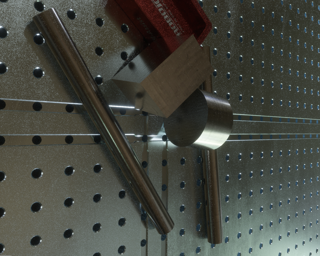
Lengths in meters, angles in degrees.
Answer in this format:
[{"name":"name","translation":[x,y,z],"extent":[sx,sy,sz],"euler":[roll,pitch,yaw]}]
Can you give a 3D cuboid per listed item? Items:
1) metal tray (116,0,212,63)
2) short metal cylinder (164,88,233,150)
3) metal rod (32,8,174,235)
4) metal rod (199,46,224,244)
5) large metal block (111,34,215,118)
[{"name":"metal tray","translation":[0.009,-0.156,0.414],"extent":[0.130,0.030,0.090],"euler":[47,62,-30]},{"name":"short metal cylinder","translation":[0.051,-0.012,0.418],"extent":[0.050,0.080,0.080],"euler":[11,83,-40]},{"name":"metal rod","translation":[-0.055,0.009,0.364],"extent":[0.025,0.025,0.299],"euler":[-41,115,-33]},{"name":"metal rod","translation":[0.076,0.028,0.475],"extent":[0.025,0.025,0.298],"euler":[-8,95,-40]},{"name":"large metal block","translation":[0.002,-0.063,0.365],"extent":[0.080,0.080,0.050],"euler":[-45,119,-14]}]
